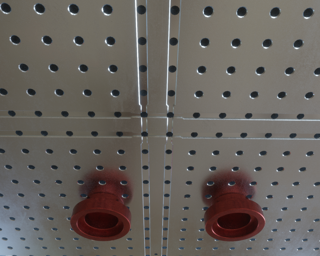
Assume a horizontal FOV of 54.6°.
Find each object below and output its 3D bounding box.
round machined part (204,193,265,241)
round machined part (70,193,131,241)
[{"bbox_3d":[0.124,0.148,0.527,0.099,0.042,0.097,0,130,0],"label":"round machined part"},{"bbox_3d":[-0.097,0.147,0.524,0.099,0.042,0.097,0,130,0],"label":"round machined part"}]
